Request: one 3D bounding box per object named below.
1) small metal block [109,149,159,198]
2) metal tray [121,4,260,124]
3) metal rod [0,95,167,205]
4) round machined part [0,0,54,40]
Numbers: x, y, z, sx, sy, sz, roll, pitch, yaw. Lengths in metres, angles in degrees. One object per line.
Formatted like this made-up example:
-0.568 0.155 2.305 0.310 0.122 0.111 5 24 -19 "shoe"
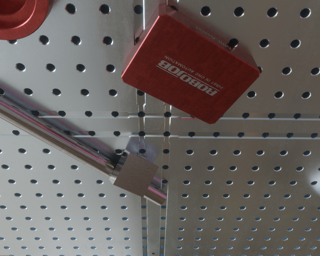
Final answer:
-0.038 0.066 0.450 0.050 0.025 0.050 29 85 -23 "small metal block"
0.034 -0.066 0.353 0.131 0.030 0.089 25 126 -20 "metal tray"
-0.107 0.038 0.442 0.301 0.025 0.025 35 122 -27 "metal rod"
-0.147 -0.135 0.283 0.099 0.042 0.097 -1 130 0 "round machined part"
